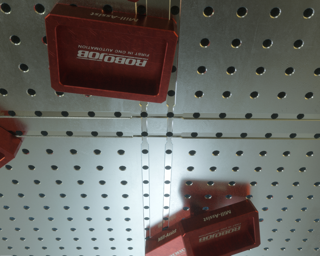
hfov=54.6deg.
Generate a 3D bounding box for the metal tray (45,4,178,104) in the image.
[{"bbox_3d":[-0.052,-0.078,0.341,0.131,0.030,0.089,6,130,-6],"label":"metal tray"}]

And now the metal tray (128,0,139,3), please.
[{"bbox_3d":[-0.022,-0.184,0.251,0.090,0.030,0.130,-25,126,19],"label":"metal tray"}]

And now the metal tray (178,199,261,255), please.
[{"bbox_3d":[0.104,0.183,0.534,0.131,0.030,0.090,-16,120,-5],"label":"metal tray"}]

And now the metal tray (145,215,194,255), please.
[{"bbox_3d":[0.046,0.224,0.599,0.090,0.030,0.130,37,121,-27],"label":"metal tray"}]

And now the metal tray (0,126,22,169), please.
[{"bbox_3d":[-0.270,0.012,0.416,0.090,0.030,0.130,-32,124,24],"label":"metal tray"}]
